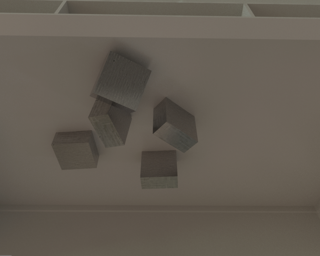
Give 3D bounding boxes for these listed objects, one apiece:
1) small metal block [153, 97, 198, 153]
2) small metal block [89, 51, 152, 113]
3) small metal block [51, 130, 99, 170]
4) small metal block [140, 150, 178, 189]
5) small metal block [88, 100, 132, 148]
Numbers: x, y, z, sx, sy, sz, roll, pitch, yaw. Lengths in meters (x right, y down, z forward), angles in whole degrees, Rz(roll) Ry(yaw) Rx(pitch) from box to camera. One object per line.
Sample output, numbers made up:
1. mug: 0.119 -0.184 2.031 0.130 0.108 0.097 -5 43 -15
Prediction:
1. small metal block: 0.019 -0.004 0.389 0.050 0.050 0.025 32 123 -25
2. small metal block: -0.044 -0.050 0.347 0.050 0.050 0.025 23 169 -19
3. small metal block: -0.117 0.032 0.435 0.050 0.025 0.050 -4 130 3
4. small metal block: -0.001 0.059 0.443 0.050 0.050 0.025 -2 130 2
5. small metal block: -0.059 -0.012 0.380 0.025 0.050 0.050 -9 130 16
